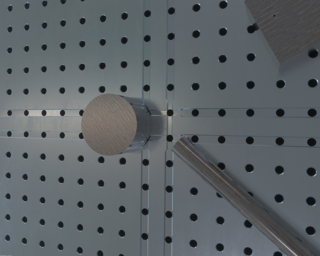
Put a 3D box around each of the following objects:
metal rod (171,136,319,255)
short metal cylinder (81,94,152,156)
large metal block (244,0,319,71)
[{"bbox_3d":[0.131,0.117,0.366,0.300,0.025,0.025,42,103,15],"label":"metal rod"},{"bbox_3d":[-0.058,-0.004,0.420,0.080,0.050,0.079,0,90,20],"label":"short metal cylinder"},{"bbox_3d":[0.152,-0.122,0.346,0.080,0.050,0.080,-28,81,17],"label":"large metal block"}]
